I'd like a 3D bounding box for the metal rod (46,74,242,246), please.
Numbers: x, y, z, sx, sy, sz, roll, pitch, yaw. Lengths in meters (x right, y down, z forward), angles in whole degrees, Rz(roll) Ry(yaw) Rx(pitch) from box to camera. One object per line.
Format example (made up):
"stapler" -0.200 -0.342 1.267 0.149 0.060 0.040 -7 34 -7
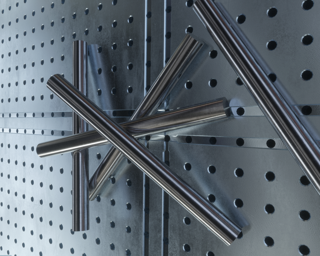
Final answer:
"metal rod" -0.030 0.029 0.380 0.300 0.025 0.025 39 115 15

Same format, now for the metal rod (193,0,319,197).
"metal rod" 0.115 -0.023 0.313 0.025 0.025 0.299 -41 65 32

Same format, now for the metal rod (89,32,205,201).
"metal rod" -0.036 0.000 0.437 0.025 0.025 0.298 51 119 27

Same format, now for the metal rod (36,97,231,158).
"metal rod" -0.055 0.006 0.417 0.300 0.025 0.025 -13 82 28

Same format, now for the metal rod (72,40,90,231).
"metal rod" -0.126 0.006 0.488 0.025 0.025 0.298 -12 76 39
